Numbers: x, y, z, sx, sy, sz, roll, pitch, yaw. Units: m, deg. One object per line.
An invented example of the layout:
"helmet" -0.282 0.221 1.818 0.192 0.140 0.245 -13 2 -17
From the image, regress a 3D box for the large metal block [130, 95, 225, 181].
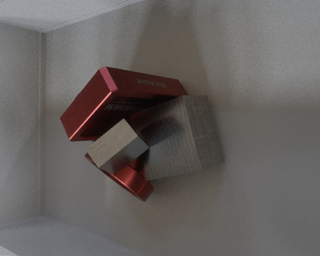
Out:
"large metal block" 0.019 0.012 0.362 0.080 0.050 0.080 -18 83 38

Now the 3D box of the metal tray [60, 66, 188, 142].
"metal tray" -0.037 -0.024 0.364 0.090 0.131 0.030 -42 66 31

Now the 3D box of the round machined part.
"round machined part" -0.046 0.050 0.405 0.098 0.098 0.042 26 71 36

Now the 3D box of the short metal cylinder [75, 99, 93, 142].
"short metal cylinder" -0.075 -0.016 0.428 0.050 0.081 0.079 28 108 36

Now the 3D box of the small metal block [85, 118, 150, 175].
"small metal block" -0.044 0.022 0.334 0.050 0.050 0.025 -39 70 -2
